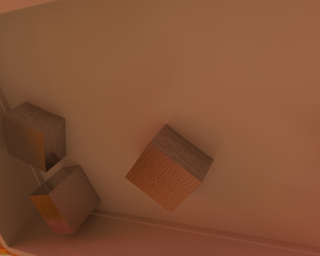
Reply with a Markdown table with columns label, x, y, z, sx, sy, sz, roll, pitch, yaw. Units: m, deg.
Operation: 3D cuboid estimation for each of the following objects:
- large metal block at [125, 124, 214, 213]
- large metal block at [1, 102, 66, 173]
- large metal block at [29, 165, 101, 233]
| label | x | y | z | sx | sy | sz | roll | pitch | yaw |
| --- | --- | --- | --- | --- | --- | --- | --- | --- | --- |
| large metal block | 0.012 | 0.056 | 0.421 | 0.080 | 0.050 | 0.080 | 37 | 129 | 3 |
| large metal block | -0.205 | 0.014 | 0.510 | 0.080 | 0.050 | 0.079 | 22 | 127 | 15 |
| large metal block | -0.160 | 0.122 | 0.533 | 0.050 | 0.080 | 0.080 | -12 | 112 | 33 |
